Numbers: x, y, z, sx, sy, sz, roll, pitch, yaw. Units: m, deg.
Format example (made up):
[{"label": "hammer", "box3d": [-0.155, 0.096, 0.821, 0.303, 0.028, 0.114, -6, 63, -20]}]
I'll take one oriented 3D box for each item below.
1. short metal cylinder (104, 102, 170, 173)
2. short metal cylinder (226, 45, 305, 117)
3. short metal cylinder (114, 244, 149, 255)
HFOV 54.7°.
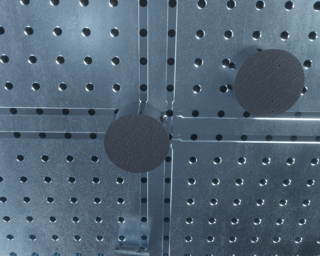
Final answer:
[{"label": "short metal cylinder", "box3d": [-0.028, 0.011, 0.404, 0.081, 0.050, 0.079, 0, 110, 0]}, {"label": "short metal cylinder", "box3d": [0.126, -0.059, 0.379, 0.081, 0.050, 0.079, 0, 110, 0]}, {"label": "short metal cylinder", "box3d": [-0.047, 0.219, 0.464, 0.050, 0.080, 0.079, 9, 110, -3]}]
